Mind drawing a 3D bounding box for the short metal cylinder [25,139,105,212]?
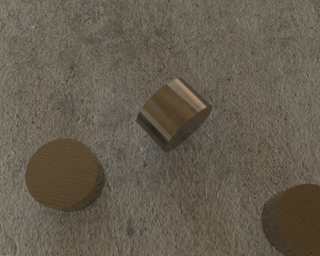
[{"bbox_3d":[-0.111,0.058,0.373,0.081,0.050,0.080,0,70,0],"label":"short metal cylinder"}]

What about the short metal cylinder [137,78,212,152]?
[{"bbox_3d":[0.018,-0.015,0.384,0.080,0.080,0.050,-40,75,-13],"label":"short metal cylinder"}]

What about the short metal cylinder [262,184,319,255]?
[{"bbox_3d":[0.165,0.108,0.356,0.081,0.050,0.080,0,70,0],"label":"short metal cylinder"}]
